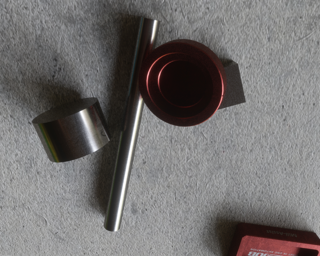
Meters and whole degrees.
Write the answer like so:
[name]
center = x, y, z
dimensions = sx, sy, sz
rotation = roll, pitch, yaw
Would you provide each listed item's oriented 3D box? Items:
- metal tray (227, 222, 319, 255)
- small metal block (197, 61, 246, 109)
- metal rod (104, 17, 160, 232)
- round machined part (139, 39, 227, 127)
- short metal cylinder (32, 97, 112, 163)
[metal tray]
center = 0.177, 0.201, 0.483
dimensions = 0.131, 0.030, 0.089
rotation = 9, 110, -4
[small metal block]
center = 0.076, -0.052, 0.392
dimensions = 0.050, 0.025, 0.050
rotation = -15, 110, 5
[metal rod]
center = -0.042, 0.009, 0.412
dimensions = 0.025, 0.025, 0.298
rotation = 11, 110, -4
[round machined part]
center = 0.029, -0.054, 0.360
dimensions = 0.098, 0.042, 0.097
rotation = 9, 118, 18
[short metal cylinder]
center = -0.106, 0.000, 0.379
dimensions = 0.080, 0.080, 0.050
rotation = -15, 110, 5
